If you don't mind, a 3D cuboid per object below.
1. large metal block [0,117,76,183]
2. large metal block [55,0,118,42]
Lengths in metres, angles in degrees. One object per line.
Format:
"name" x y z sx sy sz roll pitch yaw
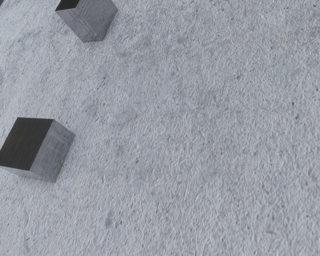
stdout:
"large metal block" -0.188 0.032 0.467 0.080 0.050 0.080 3 63 29
"large metal block" -0.132 -0.217 0.572 0.050 0.080 0.080 6 65 31
